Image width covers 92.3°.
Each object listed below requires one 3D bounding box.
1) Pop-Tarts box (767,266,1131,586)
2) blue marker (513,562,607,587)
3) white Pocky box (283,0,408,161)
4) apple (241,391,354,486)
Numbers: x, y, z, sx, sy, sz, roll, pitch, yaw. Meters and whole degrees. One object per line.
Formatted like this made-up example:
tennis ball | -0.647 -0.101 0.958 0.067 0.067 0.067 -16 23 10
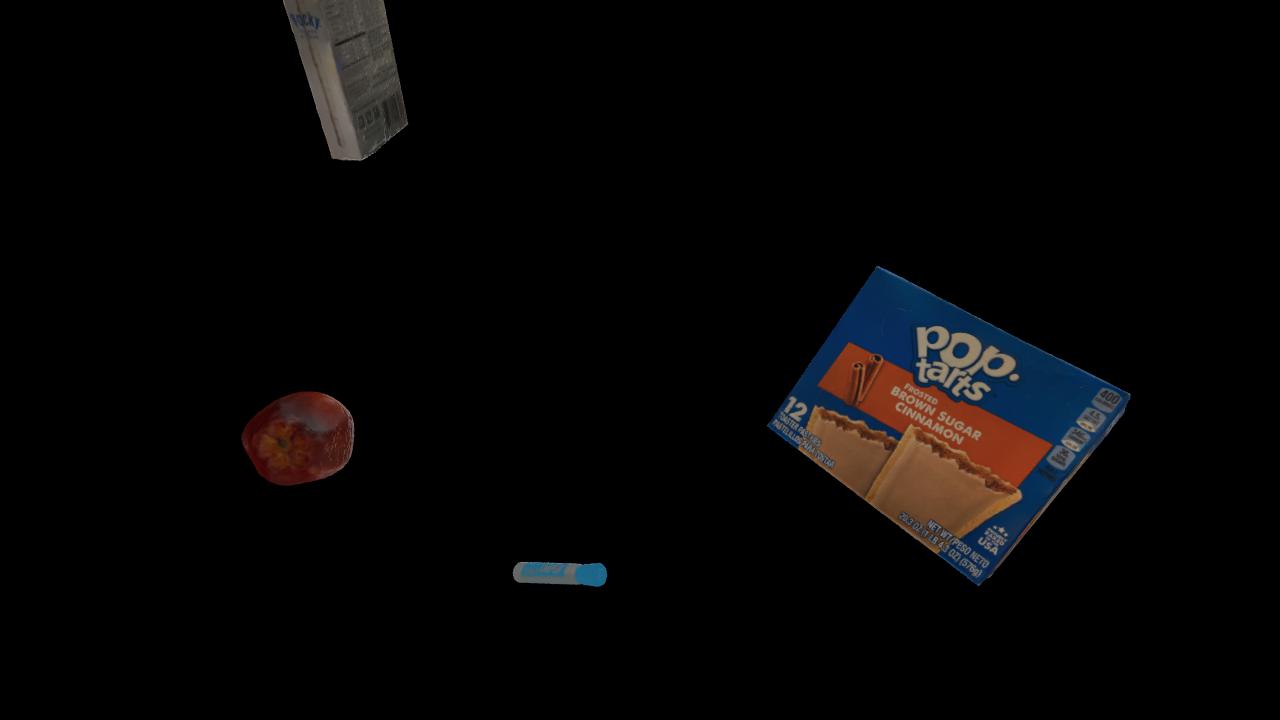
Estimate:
Pop-Tarts box | 0.204 0.041 0.426 0.167 0.141 0.083 39 11 33
blue marker | -0.072 0.189 0.544 0.020 0.020 0.121 0 -12 -45
white Pocky box | -0.198 -0.223 0.413 0.028 0.154 0.084 6 39 5
apple | -0.275 0.063 0.498 0.079 0.079 0.093 0 3 -11
